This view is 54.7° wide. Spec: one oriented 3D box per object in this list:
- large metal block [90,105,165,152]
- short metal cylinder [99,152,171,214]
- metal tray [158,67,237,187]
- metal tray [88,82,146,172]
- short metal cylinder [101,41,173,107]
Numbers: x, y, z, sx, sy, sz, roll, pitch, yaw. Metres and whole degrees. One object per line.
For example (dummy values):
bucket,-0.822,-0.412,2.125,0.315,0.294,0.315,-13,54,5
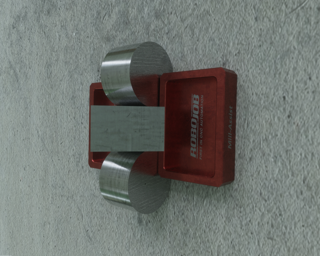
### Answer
large metal block,-0.041,0.000,0.378,0.080,0.081,0.050,-170,81,-80
short metal cylinder,-0.030,0.064,0.395,0.050,0.081,0.079,3,92,40
metal tray,0.043,-0.002,0.369,0.090,0.030,0.129,2,91,40
metal tray,-0.065,-0.003,0.458,0.090,0.030,0.129,2,91,40
short metal cylinder,-0.027,-0.066,0.393,0.050,0.081,0.079,3,92,40
